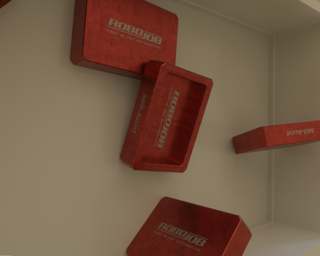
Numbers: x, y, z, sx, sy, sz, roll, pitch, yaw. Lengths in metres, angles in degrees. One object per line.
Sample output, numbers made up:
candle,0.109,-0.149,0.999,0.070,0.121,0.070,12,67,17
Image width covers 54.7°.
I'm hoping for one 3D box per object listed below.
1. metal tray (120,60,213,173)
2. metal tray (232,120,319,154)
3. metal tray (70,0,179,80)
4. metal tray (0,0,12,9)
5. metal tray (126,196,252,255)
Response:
metal tray,0.010,-0.011,0.390,0.091,0.030,0.129,10,99,-40
metal tray,0.197,0.015,0.500,0.131,0.090,0.030,-6,80,-16
metal tray,-0.037,-0.109,0.374,0.131,0.030,0.089,6,86,-40
metal tray,-0.140,-0.112,0.247,0.030,0.090,0.130,51,60,-28
metal tray,0.030,0.136,0.366,0.090,0.130,0.030,-51,121,-28
